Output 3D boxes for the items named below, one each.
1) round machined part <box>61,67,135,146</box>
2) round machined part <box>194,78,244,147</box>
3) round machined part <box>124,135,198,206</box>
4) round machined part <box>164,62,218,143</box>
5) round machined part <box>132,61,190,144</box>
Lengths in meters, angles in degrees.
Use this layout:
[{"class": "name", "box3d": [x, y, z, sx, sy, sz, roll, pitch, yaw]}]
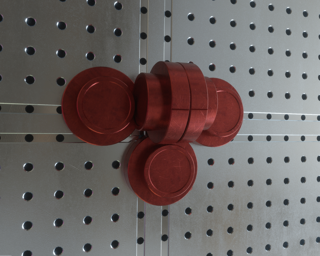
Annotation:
[{"class": "round machined part", "box3d": [-0.069, -0.027, 0.379, 0.099, 0.042, 0.097, 0, 90, -21]}, {"class": "round machined part", "box3d": [0.076, -0.022, 0.432, 0.099, 0.042, 0.097, 0, 90, -21]}, {"class": "round machined part", "box3d": [0.006, 0.054, 0.407, 0.099, 0.042, 0.097, 0, 90, -21]}, {"class": "round machined part", "box3d": [0.036, -0.031, 0.382, 0.042, 0.098, 0.097, -1, 91, -20]}, {"class": "round machined part", "box3d": [-0.005, -0.030, 0.366, 0.042, 0.098, 0.097, 1, 90, -20]}]
